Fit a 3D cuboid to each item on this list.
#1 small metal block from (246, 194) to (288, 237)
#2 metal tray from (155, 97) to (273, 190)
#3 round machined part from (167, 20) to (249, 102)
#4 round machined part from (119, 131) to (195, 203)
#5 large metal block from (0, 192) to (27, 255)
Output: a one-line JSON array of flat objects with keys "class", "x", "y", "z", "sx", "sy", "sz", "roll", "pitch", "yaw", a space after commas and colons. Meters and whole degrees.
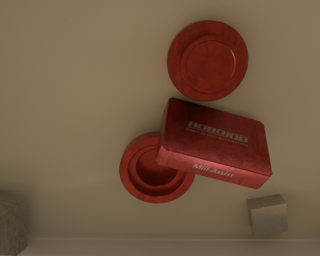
[{"class": "small metal block", "x": 0.160, "y": 0.131, "z": 0.462, "sx": 0.050, "sy": 0.025, "sz": 0.050, "roll": -11, "pitch": 110, "yaw": 3}, {"class": "metal tray", "x": 0.066, "y": 0.017, "z": 0.381, "sx": 0.131, "sy": 0.090, "sz": 0.030, "roll": 15, "pitch": 135, "yaw": -6}, {"class": "round machined part", "x": 0.058, "y": -0.079, "z": 0.374, "sx": 0.099, "sy": 0.042, "sz": 0.097, "roll": 0, "pitch": 110, "yaw": -1}, {"class": "round machined part", "x": -0.004, "y": 0.050, "z": 0.421, "sx": 0.099, "sy": 0.042, "sz": 0.097, "roll": 0, "pitch": 110, "yaw": -1}, {"class": "large metal block", "x": -0.238, "y": 0.136, "z": 0.432, "sx": 0.080, "sy": 0.050, "sz": 0.079, "roll": 11, "pitch": 110, "yaw": 15}]
